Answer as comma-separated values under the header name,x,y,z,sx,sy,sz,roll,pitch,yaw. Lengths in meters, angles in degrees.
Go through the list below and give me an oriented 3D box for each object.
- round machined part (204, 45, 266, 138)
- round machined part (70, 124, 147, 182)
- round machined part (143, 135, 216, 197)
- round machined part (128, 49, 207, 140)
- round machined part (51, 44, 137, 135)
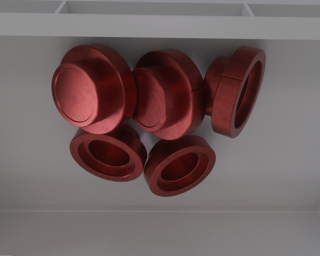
name,x,y,z,sx,sy,sz,roll,pitch,yaw
round machined part,0.076,-0.041,0.337,0.042,0.098,0.097,21,135,25
round machined part,-0.064,0.026,0.409,0.098,0.042,0.097,10,138,9
round machined part,0.023,0.046,0.422,0.099,0.042,0.097,-18,137,-17
round machined part,-0.001,-0.033,0.331,0.042,0.098,0.097,-19,142,-37
round machined part,-0.077,-0.038,0.331,0.098,0.042,0.097,12,114,30
